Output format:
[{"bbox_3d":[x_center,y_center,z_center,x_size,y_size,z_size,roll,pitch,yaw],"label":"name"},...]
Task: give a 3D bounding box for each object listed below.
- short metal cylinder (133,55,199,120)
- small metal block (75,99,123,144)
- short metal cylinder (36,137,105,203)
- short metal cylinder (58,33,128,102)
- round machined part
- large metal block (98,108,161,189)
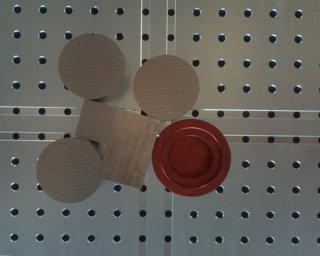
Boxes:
[{"bbox_3d":[0.008,-0.049,0.400,0.081,0.050,0.080,0,90,0],"label":"short metal cylinder"},{"bbox_3d":[-0.079,-0.008,0.412,0.050,0.025,0.050,15,90,0],"label":"small metal block"},{"bbox_3d":[-0.109,0.051,0.400,0.081,0.050,0.080,0,90,0],"label":"short metal cylinder"},{"bbox_3d":[-0.083,-0.075,0.400,0.081,0.050,0.080,0,90,0],"label":"short metal cylinder"},{"bbox_3d":[0.039,0.037,0.405,0.099,0.042,0.097,0,90,0],"label":"round machined part"},{"bbox_3d":[-0.034,0.023,0.382,0.050,0.080,0.080,16,90,0],"label":"large metal block"}]
